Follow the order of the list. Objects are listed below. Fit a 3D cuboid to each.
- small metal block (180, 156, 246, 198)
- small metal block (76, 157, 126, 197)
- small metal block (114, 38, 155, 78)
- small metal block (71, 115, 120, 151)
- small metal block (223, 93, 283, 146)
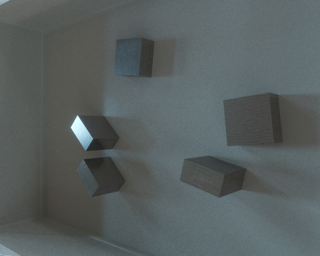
[{"bbox_3d":[0.059,0.052,0.342,0.050,0.050,0.025,18,101,38],"label":"small metal block"},{"bbox_3d":[-0.088,0.072,0.464,0.050,0.050,0.025,52,120,27],"label":"small metal block"},{"bbox_3d":[-0.037,-0.098,0.438,0.050,0.025,0.050,9,96,39],"label":"small metal block"},{"bbox_3d":[-0.099,0.007,0.472,0.050,0.050,0.025,51,120,28],"label":"small metal block"},{"bbox_3d":[0.097,-0.008,0.326,0.050,0.025,0.050,-7,86,39],"label":"small metal block"}]
